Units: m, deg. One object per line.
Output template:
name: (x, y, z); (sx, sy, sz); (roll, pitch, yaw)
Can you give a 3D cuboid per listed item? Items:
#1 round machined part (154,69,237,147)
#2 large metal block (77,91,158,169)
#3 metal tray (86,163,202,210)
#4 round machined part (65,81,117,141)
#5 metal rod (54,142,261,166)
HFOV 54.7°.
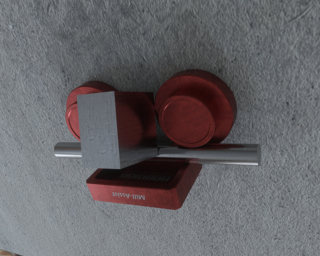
round machined part: (0.037, -0.016, 0.366); (0.098, 0.042, 0.097); (13, 124, 20)
large metal block: (-0.046, 0.000, 0.361); (0.050, 0.080, 0.079); (-2, 94, 28)
metal tray: (-0.020, 0.062, 0.413); (0.130, 0.090, 0.030); (-1, 118, 28)
round machined part: (-0.092, -0.013, 0.433); (0.098, 0.042, 0.097); (13, 124, 20)
metal rod: (-0.023, 0.032, 0.412); (0.300, 0.025, 0.025); (-1, 118, 28)
